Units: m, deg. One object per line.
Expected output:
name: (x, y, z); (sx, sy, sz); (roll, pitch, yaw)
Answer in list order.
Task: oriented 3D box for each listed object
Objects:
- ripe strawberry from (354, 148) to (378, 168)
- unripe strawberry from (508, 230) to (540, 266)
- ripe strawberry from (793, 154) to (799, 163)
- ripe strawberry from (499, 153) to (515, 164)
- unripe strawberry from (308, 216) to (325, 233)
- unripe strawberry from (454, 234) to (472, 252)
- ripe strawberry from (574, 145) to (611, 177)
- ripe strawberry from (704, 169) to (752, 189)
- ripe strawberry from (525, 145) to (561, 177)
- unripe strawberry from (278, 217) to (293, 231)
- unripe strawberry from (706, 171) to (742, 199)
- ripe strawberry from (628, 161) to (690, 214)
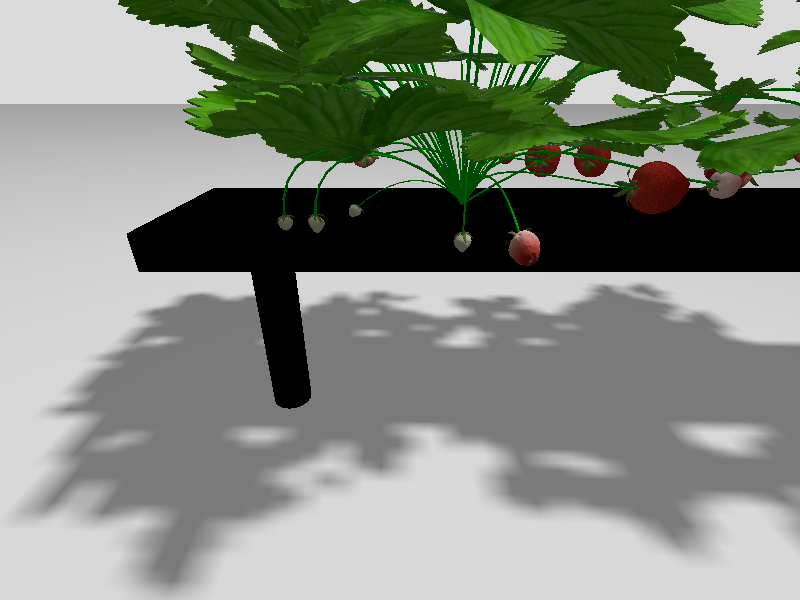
ripe strawberry: (-0.048, -0.187, 0.510); (0.038, 0.035, 0.035); (-14, 30, -25)
unripe strawberry: (0.070, -0.028, 0.222); (0.017, 0.019, 0.020); (-3, -42, -5)
ripe strawberry: (0.567, -0.216, 0.554); (0.048, 0.050, 0.052); (7, 28, 13)
ripe strawberry: (0.142, -0.193, 0.533); (0.021, 0.024, 0.023); (11, 13, 20)
unripe strawberry: (-0.055, -0.050, 0.265); (0.010, 0.011, 0.011); (-21, 34, -35)
unripe strawberry: (0.038, -0.035, 0.245); (0.011, 0.011, 0.011); (4, 28, 7)
ripe strawberry: (0.226, -0.164, 0.466); (0.041, 0.040, 0.038); (-20, 34, -34)
ripe strawberry: (0.319, -0.125, 0.391); (0.035, 0.035, 0.038); (7, 28, 14)
ripe strawberry: (0.169, -0.166, 0.468); (0.039, 0.041, 0.042); (20, 33, 34)
unripe strawberry: (-0.077, -0.052, 0.269); (0.010, 0.010, 0.009); (-17, 32, -29)
unripe strawberry: (0.302, -0.107, 0.370); (0.026, 0.026, 0.025); (-2, 28, -6)
ripe strawberry: (0.211, -0.091, 0.325); (0.042, 0.041, 0.039); (4, 28, 6)
